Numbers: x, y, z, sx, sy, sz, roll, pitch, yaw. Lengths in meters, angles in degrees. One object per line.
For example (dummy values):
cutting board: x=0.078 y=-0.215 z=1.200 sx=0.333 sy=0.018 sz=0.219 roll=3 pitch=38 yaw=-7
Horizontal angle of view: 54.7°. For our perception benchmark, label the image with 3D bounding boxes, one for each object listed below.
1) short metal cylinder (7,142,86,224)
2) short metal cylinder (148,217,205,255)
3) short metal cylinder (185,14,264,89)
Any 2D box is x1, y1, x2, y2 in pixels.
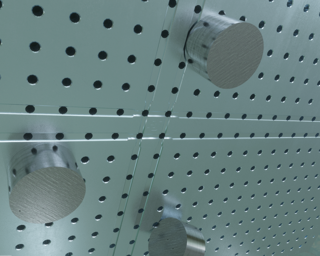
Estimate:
short metal cylinder: x=-0.133 y=0.064 z=0.362 sx=0.081 sy=0.050 sz=0.079 roll=-14 pitch=125 yaw=-21
short metal cylinder: x=0.027 y=0.195 z=0.513 sx=0.050 sy=0.080 sz=0.080 roll=34 pitch=99 yaw=-39
short metal cylinder: x=0.078 y=-0.095 z=0.381 sx=0.081 sy=0.050 sz=0.079 roll=-14 pitch=125 yaw=-21
